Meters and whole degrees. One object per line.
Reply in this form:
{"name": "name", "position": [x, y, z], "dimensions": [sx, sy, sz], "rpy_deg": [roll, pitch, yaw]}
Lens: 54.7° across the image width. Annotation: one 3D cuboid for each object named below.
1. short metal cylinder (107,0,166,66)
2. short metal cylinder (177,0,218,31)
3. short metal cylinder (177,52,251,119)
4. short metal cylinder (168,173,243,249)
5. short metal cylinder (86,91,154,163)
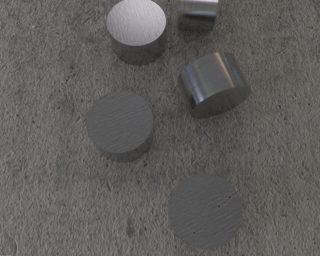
{"name": "short metal cylinder", "position": [-0.032, -0.137, 0.445], "dimensions": [0.081, 0.050, 0.080], "rpy_deg": [0, 70, 0]}
{"name": "short metal cylinder", "position": [0.054, -0.182, 0.446], "dimensions": [0.050, 0.080, 0.080], "rpy_deg": [5, 70, 2]}
{"name": "short metal cylinder", "position": [0.069, -0.053, 0.398], "dimensions": [0.080, 0.080, 0.050], "rpy_deg": [-17, 71, -6]}
{"name": "short metal cylinder", "position": [0.050, 0.097, 0.360], "dimensions": [0.081, 0.050, 0.080], "rpy_deg": [0, 70, 0]}
{"name": "short metal cylinder", "position": [-0.048, 0.000, 0.394], "dimensions": [0.081, 0.050, 0.080], "rpy_deg": [0, 70, 0]}
